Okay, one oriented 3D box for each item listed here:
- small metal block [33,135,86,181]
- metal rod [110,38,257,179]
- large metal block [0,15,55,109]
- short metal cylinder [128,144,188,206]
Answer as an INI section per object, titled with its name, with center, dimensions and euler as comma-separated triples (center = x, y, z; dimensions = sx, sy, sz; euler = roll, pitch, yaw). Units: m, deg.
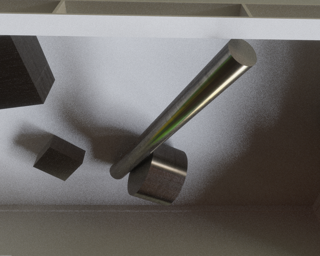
[small metal block]
center = -0.144, 0.044, 0.445
dimensions = 0.050, 0.025, 0.050
euler = 32, 123, -25
[metal rod]
center = -0.002, 0.005, 0.344
dimensions = 0.025, 0.025, 0.299
euler = 20, 149, -17
[large metal block]
center = -0.172, -0.067, 0.333
dimensions = 0.080, 0.050, 0.080
euler = -7, 130, 5
[short metal cylinder]
center = -0.005, 0.061, 0.425
dimensions = 0.050, 0.080, 0.080
euler = 22, 127, -18
